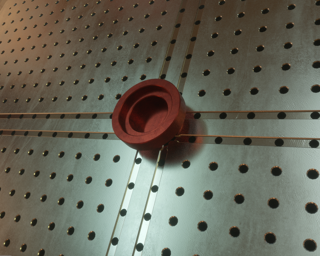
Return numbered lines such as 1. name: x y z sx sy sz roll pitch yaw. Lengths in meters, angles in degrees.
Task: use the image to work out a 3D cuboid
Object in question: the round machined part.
1. round machined part: -0.011 -0.014 0.412 0.098 0.042 0.098 -13 56 21
